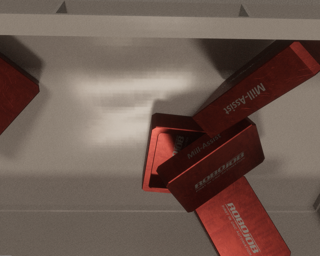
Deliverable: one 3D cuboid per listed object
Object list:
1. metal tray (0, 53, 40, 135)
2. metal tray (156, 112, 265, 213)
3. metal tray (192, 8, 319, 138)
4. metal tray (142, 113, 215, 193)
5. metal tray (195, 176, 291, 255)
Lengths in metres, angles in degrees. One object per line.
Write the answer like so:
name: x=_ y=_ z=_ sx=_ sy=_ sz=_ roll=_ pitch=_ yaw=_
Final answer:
metal tray: x=-0.211 y=-0.027 z=0.340 sx=0.130 sy=0.030 sz=0.090 roll=-48 pitch=121 yaw=0
metal tray: x=0.070 y=0.047 z=0.406 sx=0.130 sy=0.030 sz=0.090 roll=-35 pitch=136 yaw=-2
metal tray: x=0.097 y=-0.049 z=0.300 sx=0.030 sy=0.090 sz=0.129 roll=47 pitch=139 yaw=-3
metal tray: x=0.026 y=0.042 z=0.441 sx=0.091 sy=0.030 sz=0.129 roll=6 pitch=130 yaw=-6
metal tray: x=0.116 y=0.147 z=0.456 sx=0.090 sy=0.130 sz=0.030 roll=-27 pitch=166 yaw=-7
